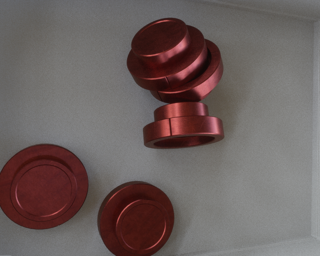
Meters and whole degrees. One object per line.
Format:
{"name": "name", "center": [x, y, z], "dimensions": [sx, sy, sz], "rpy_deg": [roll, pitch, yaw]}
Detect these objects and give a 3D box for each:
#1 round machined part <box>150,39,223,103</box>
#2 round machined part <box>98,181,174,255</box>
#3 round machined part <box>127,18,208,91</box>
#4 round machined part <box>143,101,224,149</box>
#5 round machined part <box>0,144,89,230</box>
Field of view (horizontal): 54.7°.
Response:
{"name": "round machined part", "center": [0.032, -0.067, 0.395], "dimensions": [0.098, 0.098, 0.042], "rpy_deg": [-45, 140, -15]}
{"name": "round machined part", "center": [-0.027, 0.119, 0.393], "dimensions": [0.099, 0.042, 0.097], "rpy_deg": [0, 90, -21]}
{"name": "round machined part", "center": [0.005, -0.094, 0.372], "dimensions": [0.098, 0.098, 0.042], "rpy_deg": [-45, 140, -15]}
{"name": "round machined part", "center": [0.028, -0.003, 0.385], "dimensions": [0.099, 0.098, 0.042], "rpy_deg": [0, 76, -20]}
{"name": "round machined part", "center": [-0.132, 0.068, 0.353], "dimensions": [0.099, 0.042, 0.097], "rpy_deg": [0, 90, -21]}
